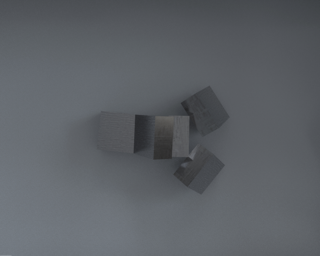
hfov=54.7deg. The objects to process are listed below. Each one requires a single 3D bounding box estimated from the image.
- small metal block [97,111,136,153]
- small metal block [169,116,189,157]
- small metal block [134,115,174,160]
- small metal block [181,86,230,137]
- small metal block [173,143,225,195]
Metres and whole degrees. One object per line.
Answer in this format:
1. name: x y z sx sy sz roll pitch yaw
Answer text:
1. small metal block: -0.053 0.005 0.408 0.050 0.025 0.050 7 90 -1
2. small metal block: 0.022 0.010 0.398 0.025 0.050 0.050 1 90 0
3. small metal block: -0.009 0.010 0.379 0.025 0.050 0.050 1 93 -32
4. small metal block: 0.059 -0.022 0.395 0.025 0.050 0.050 -32 91 32
5. small metal block: 0.051 0.053 0.395 0.025 0.050 0.050 38 89 35
